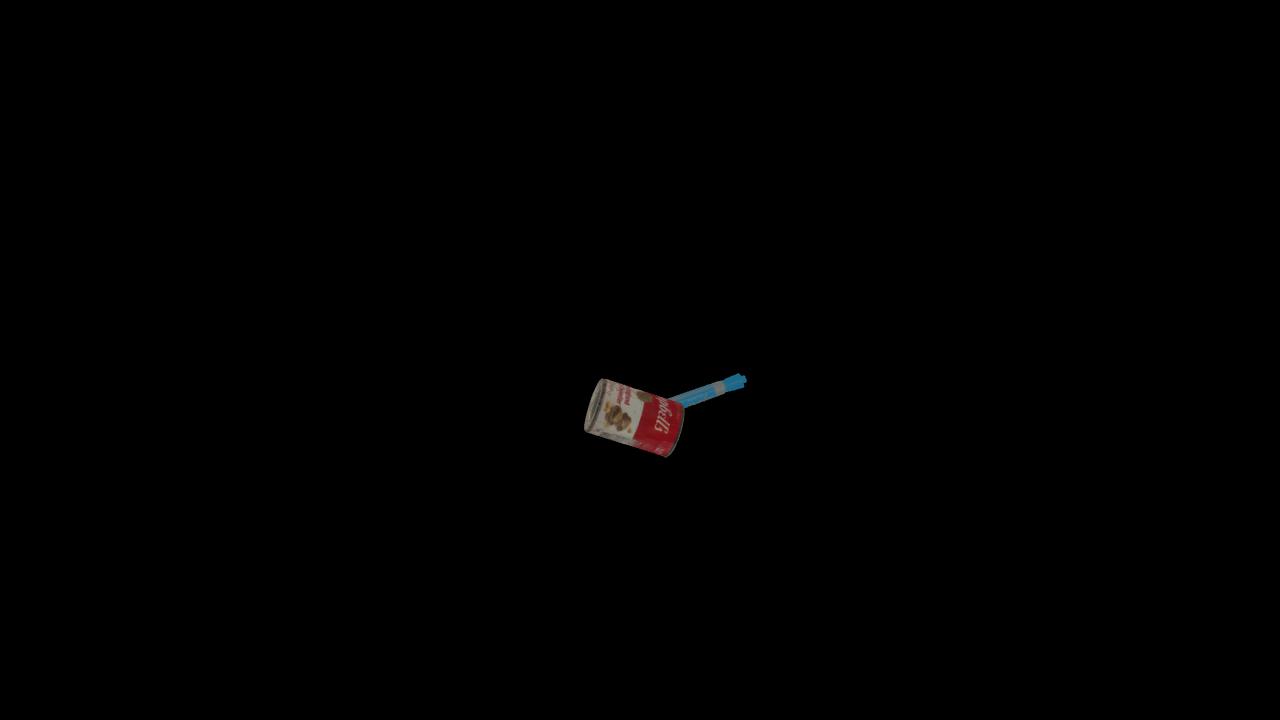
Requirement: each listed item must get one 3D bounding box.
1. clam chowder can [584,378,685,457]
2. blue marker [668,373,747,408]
[{"bbox_3d":[-0.007,0.067,0.720,0.102,0.068,0.068,18,-3,-11],"label":"clam chowder can"},{"bbox_3d":[0.072,0.043,0.747,0.121,0.020,0.020,-20,1,-4],"label":"blue marker"}]
